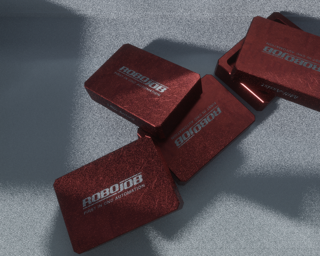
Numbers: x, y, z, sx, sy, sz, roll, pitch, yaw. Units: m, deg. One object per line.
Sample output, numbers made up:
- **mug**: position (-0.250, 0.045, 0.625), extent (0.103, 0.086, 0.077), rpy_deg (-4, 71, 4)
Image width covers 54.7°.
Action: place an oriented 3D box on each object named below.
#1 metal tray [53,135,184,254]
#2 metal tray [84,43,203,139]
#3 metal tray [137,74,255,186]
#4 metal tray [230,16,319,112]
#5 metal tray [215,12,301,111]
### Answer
- **metal tray**: position (-0.049, 0.077, 0.361), extent (0.130, 0.030, 0.090), rpy_deg (-26, 72, 6)
- **metal tray**: position (-0.022, -0.053, 0.405), extent (0.130, 0.030, 0.090), rpy_deg (30, 68, 26)
- **metal tray**: position (0.047, 0.000, 0.407), extent (0.130, 0.030, 0.090), rpy_deg (-39, 75, -13)
- **metal tray**: position (0.170, -0.086, 0.408), extent (0.131, 0.030, 0.090), rpy_deg (22, 71, 7)
- **metal tray**: position (0.155, -0.097, 0.444), extent (0.130, 0.030, 0.090), rpy_deg (-41, 76, -14)
